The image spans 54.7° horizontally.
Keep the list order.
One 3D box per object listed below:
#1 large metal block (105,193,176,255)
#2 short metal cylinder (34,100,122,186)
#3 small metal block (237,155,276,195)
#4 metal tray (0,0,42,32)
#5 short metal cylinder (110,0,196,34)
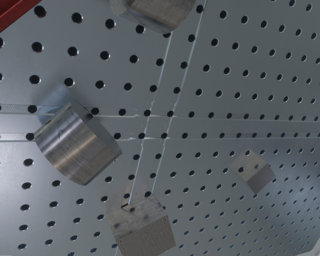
[{"bbox_3d":[-0.028,0.160,0.479,0.081,0.050,0.080,-24,127,-14],"label":"large metal block"},{"bbox_3d":[-0.087,0.016,0.338,0.050,0.080,0.080,-42,130,1],"label":"short metal cylinder"},{"bbox_3d":[0.175,0.085,0.560,0.050,0.025,0.050,-42,130,0],"label":"small metal block"},{"bbox_3d":[-0.126,-0.145,0.248,0.130,0.030,0.090,-39,130,-2],"label":"metal tray"},{"bbox_3d":[-0.006,-0.135,0.289,0.050,0.080,0.079,13,112,-34],"label":"short metal cylinder"}]
